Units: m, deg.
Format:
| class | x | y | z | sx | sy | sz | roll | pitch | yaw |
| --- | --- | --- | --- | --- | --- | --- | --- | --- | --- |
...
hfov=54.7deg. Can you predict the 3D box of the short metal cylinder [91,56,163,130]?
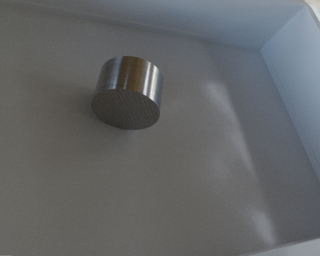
| class | x | y | z | sx | sy | sz | roll | pitch | yaw |
| --- | --- | --- | --- | --- | --- | --- | --- | --- | --- |
| short metal cylinder | -0.038 | -0.040 | 0.376 | 0.081 | 0.080 | 0.050 | 19 | 55 | -18 |
